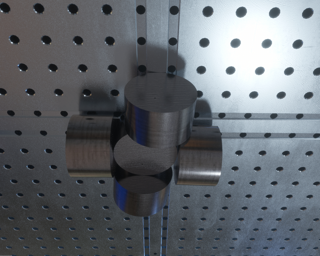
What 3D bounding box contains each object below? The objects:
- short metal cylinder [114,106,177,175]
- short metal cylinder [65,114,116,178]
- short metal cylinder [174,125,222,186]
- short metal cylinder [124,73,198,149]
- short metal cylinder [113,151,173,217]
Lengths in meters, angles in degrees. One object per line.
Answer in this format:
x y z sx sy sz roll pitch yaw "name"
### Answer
-0.019 0.017 0.410 0.081 0.050 0.079 -1 130 -1 "short metal cylinder"
-0.084 0.023 0.394 0.050 0.080 0.079 1 130 -2 "short metal cylinder"
0.047 0.035 0.406 0.050 0.080 0.079 3 130 -3 "short metal cylinder"
0.000 -0.022 0.356 0.081 0.080 0.050 2 130 -2 "short metal cylinder"
-0.025 0.077 0.439 0.081 0.080 0.050 5 130 -4 "short metal cylinder"
